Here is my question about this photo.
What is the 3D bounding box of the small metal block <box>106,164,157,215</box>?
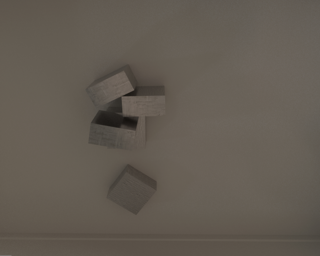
[{"bbox_3d":[-0.040,0.088,0.443,0.050,0.025,0.050,34,106,-12],"label":"small metal block"}]

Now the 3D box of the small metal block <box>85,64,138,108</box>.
[{"bbox_3d":[-0.057,-0.052,0.378,0.050,0.050,0.025,-24,108,9],"label":"small metal block"}]

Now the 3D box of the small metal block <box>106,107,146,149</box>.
[{"bbox_3d":[-0.044,0.000,0.411,0.050,0.025,0.050,0,110,-1],"label":"small metal block"}]

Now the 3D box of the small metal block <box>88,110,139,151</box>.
[{"bbox_3d":[-0.054,0.002,0.371,0.050,0.050,0.025,10,110,-4],"label":"small metal block"}]

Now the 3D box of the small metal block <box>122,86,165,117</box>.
[{"bbox_3d":[-0.019,-0.034,0.385,0.050,0.050,0.025,-1,111,0],"label":"small metal block"}]
